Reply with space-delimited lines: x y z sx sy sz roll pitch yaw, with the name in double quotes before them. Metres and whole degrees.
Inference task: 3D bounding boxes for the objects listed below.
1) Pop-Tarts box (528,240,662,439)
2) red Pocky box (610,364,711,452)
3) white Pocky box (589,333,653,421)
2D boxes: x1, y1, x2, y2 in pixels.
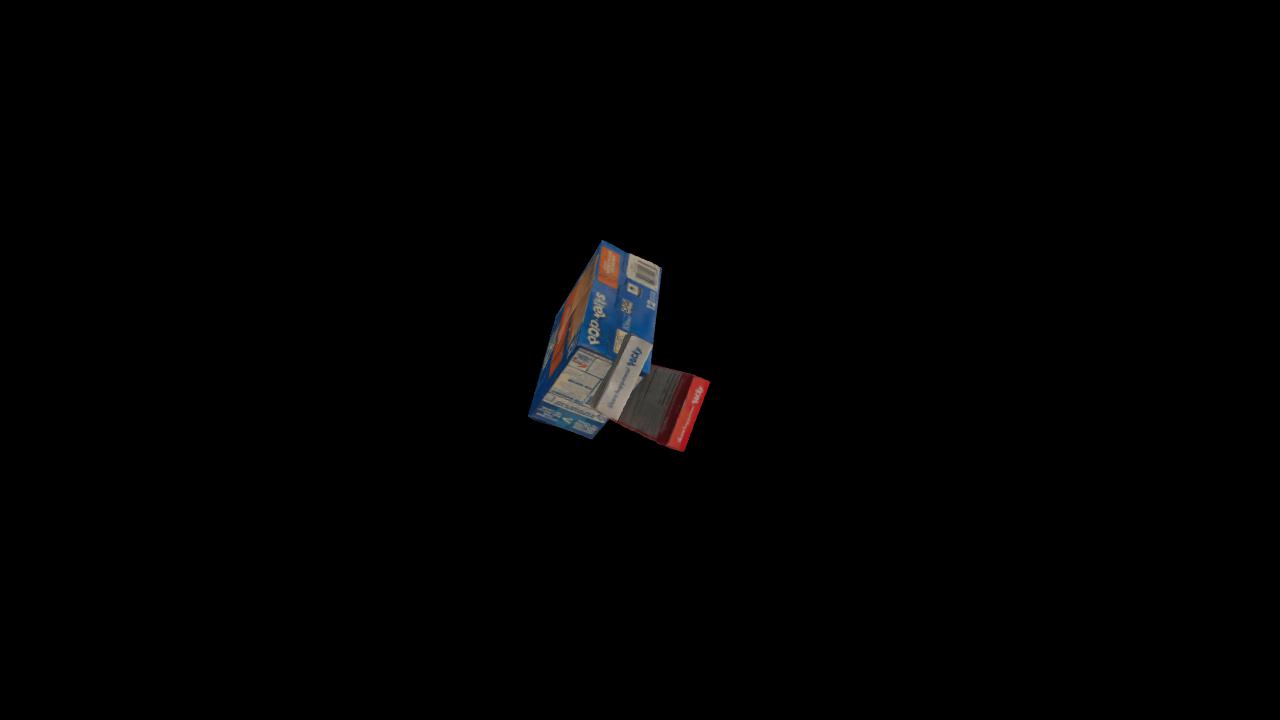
"Pop-Tarts box" -0.049 -0.022 0.691 0.083 0.167 0.141 24 -44 -16
"red Pocky box" 0.018 0.048 0.710 0.028 0.083 0.155 25 -5 -27
"white Pocky box" -0.028 0.016 0.654 0.028 0.084 0.154 25 -5 -9
